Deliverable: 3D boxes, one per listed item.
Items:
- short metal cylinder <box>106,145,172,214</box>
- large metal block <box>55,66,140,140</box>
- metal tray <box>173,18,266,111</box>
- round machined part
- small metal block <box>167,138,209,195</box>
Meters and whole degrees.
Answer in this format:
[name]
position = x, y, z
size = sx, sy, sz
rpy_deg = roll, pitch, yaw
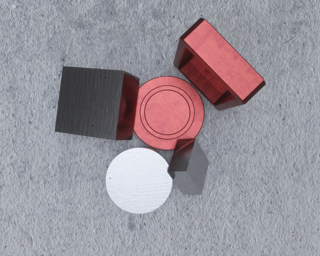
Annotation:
[short metal cylinder]
position = -0.025, 0.063, 0.399
size = 0.081, 0.050, 0.079
rpy_deg = 0, 90, -1
[large metal block]
position = -0.076, -0.030, 0.385
size = 0.080, 0.050, 0.079
rpy_deg = 7, 90, 16
[metal tray]
position = 0.060, -0.065, 0.358
size = 0.030, 0.130, 0.090
rpy_deg = -44, 91, 0
[round machined part]
position = 0.009, -0.020, 0.404
size = 0.099, 0.042, 0.097
rpy_deg = 0, 90, -1
[small metal block]
position = 0.037, 0.049, 0.388
size = 0.025, 0.050, 0.050
rpy_deg = -6, 135, 30
